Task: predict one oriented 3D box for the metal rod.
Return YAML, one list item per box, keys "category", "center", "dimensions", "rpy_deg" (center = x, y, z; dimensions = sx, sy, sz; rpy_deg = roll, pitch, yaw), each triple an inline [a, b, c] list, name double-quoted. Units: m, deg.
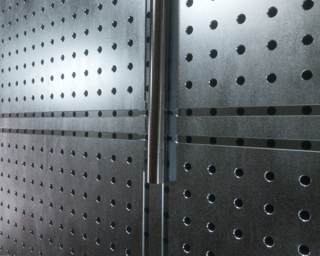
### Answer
- category: "metal rod"
  center: [-0.002, -0.077, 0.408]
  dimensions: [0.025, 0.025, 0.298]
  rpy_deg: [2, 91, 39]
